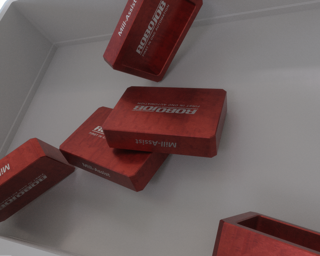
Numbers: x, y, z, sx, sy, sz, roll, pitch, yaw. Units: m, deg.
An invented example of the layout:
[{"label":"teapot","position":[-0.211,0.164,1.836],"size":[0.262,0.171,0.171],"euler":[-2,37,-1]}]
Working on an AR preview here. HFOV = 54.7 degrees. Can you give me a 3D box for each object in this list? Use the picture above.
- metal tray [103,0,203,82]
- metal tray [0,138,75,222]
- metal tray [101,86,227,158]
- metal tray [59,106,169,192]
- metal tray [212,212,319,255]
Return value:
[{"label":"metal tray","position":[-0.009,-0.133,0.418],"size":[0.030,0.091,0.129],"euler":[46,116,39]},{"label":"metal tray","position":[-0.189,0.073,0.408],"size":[0.130,0.090,0.030],"euler":[-36,69,-2]},{"label":"metal tray","position":[0.009,-0.012,0.371],"size":[0.130,0.030,0.090],"euler":[4,41,18]},{"label":"metal tray","position":[-0.054,0.021,0.401],"size":[0.130,0.030,0.090],"euler":[14,51,34]},{"label":"metal tray","position":[0.118,0.101,0.236],"size":[0.130,0.090,0.030],"euler":[11,87,33]}]
